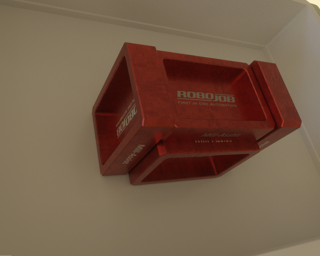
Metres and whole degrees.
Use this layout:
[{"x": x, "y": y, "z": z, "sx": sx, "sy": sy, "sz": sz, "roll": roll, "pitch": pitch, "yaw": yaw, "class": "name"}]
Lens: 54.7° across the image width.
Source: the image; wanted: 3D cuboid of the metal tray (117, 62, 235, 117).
[{"x": 0.018, "y": -0.046, "z": 0.398, "sx": 0.131, "sy": 0.090, "sz": 0.030, "roll": 0, "pitch": 63, "yaw": -28, "class": "metal tray"}]

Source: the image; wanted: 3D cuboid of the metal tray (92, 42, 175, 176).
[{"x": -0.036, "y": -0.013, "z": 0.325, "sx": 0.030, "sy": 0.129, "sz": 0.090, "roll": 1, "pitch": 62, "yaw": -28, "class": "metal tray"}]

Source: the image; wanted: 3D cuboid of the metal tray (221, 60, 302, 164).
[{"x": 0.108, "y": -0.013, "z": 0.401, "sx": 0.030, "sy": 0.129, "sz": 0.090, "roll": 1, "pitch": 62, "yaw": -28, "class": "metal tray"}]

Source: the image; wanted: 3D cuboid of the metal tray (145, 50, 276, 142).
[{"x": 0.053, "y": -0.032, "z": 0.332, "sx": 0.131, "sy": 0.030, "sz": 0.090, "roll": 1, "pitch": 61, "yaw": -28, "class": "metal tray"}]

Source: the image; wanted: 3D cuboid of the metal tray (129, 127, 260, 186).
[{"x": 0.037, "y": 0.033, "z": 0.360, "sx": 0.131, "sy": 0.090, "sz": 0.030, "roll": 0, "pitch": 61, "yaw": -28, "class": "metal tray"}]
